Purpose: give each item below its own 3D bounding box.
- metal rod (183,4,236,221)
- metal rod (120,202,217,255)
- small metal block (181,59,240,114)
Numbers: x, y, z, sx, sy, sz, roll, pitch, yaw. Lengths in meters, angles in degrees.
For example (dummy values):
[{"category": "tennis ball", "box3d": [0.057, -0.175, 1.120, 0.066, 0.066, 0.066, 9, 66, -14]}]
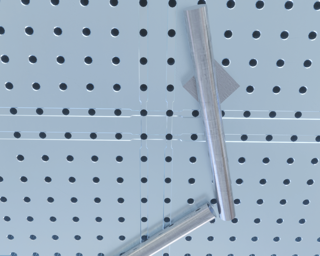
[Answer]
[{"category": "metal rod", "box3d": [0.068, 0.002, 0.391, 0.025, 0.025, 0.298, -12, 119, 4]}, {"category": "metal rod", "box3d": [-0.044, 0.205, 0.488, 0.300, 0.025, 0.025, -35, 107, 12]}, {"category": "small metal block", "box3d": [0.063, -0.056, 0.393, 0.050, 0.025, 0.050, 43, 104, -14]}]
